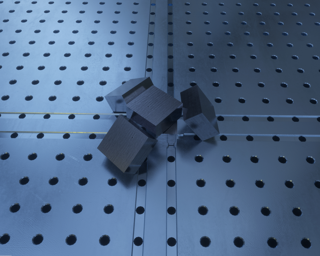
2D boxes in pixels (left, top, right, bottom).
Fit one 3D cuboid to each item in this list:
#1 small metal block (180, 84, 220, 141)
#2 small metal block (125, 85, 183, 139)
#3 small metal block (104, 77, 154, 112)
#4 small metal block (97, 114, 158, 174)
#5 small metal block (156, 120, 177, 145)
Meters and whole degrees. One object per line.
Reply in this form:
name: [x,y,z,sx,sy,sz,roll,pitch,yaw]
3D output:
small metal block: [0.052,-0.019,0.405,0.025,0.050,0.050,-24,46,23]
small metal block: [-0.007,-0.021,0.393,0.050,0.025,0.050,34,57,25]
small metal block: [-0.041,-0.046,0.431,0.050,0.025,0.050,-39,24,-28]
small metal block: [-0.039,0.020,0.374,0.050,0.025,0.050,37,96,27]
small metal block: [-0.003,-0.005,0.412,0.050,0.025,0.050,1,53,1]
